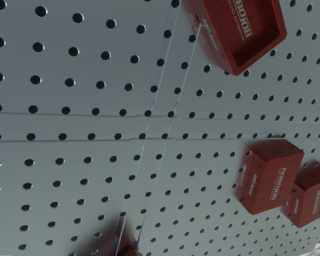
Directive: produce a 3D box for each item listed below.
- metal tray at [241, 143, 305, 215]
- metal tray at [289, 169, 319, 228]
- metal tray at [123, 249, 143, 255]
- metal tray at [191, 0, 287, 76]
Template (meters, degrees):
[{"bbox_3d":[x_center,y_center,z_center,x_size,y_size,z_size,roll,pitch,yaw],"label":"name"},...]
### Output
[{"bbox_3d":[0.210,0.097,0.581,0.091,0.030,0.129,-9,123,-24],"label":"metal tray"},{"bbox_3d":[0.337,0.155,0.686,0.091,0.030,0.129,-21,127,-16],"label":"metal tray"},{"bbox_3d":[-0.068,0.274,0.497,0.130,0.090,0.030,-39,141,-2],"label":"metal tray"},{"bbox_3d":[0.096,-0.139,0.373,0.090,0.030,0.130,-38,129,-2],"label":"metal tray"}]
